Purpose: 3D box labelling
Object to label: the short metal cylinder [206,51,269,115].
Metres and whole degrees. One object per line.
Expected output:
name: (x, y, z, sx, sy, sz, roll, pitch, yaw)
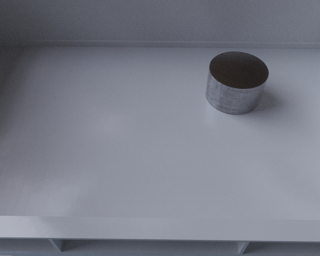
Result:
short metal cylinder: (0.108, -0.065, 0.444, 0.080, 0.050, 0.080, 0, 50, 0)
